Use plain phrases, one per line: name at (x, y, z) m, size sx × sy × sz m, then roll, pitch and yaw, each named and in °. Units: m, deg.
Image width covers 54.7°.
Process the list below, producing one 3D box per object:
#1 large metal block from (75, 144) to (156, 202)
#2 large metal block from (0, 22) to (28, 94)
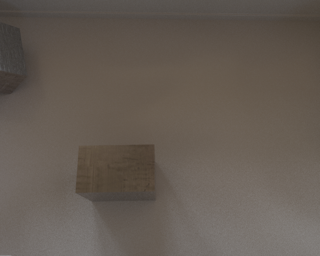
large metal block at (-0.046, 0.055, 0.360) m, size 0.081 × 0.080 × 0.050 m, roll -1°, pitch 70°, yaw -1°
large metal block at (-0.231, -0.097, 0.407) m, size 0.050 × 0.081 × 0.080 m, roll -31°, pitch 67°, yaw 34°
